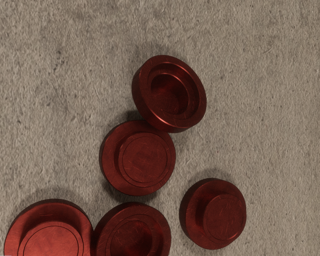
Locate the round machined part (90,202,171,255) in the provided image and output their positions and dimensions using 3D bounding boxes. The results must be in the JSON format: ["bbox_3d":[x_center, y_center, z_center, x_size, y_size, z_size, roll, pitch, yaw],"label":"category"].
[{"bbox_3d":[-0.039,0.139,0.381,0.099,0.042,0.097,0,90,-31],"label":"round machined part"}]

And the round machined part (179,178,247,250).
[{"bbox_3d":[0.080,0.121,0.431,0.099,0.042,0.097,0,90,-21],"label":"round machined part"}]

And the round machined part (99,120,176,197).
[{"bbox_3d":[-0.025,0.038,0.392,0.099,0.042,0.097,0,90,-21],"label":"round machined part"}]

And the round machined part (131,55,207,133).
[{"bbox_3d":[0.008,-0.039,0.392,0.099,0.042,0.098,14,63,-29],"label":"round machined part"}]

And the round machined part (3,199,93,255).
[{"bbox_3d":[-0.125,0.134,0.355,0.099,0.042,0.097,0,90,-20],"label":"round machined part"}]
